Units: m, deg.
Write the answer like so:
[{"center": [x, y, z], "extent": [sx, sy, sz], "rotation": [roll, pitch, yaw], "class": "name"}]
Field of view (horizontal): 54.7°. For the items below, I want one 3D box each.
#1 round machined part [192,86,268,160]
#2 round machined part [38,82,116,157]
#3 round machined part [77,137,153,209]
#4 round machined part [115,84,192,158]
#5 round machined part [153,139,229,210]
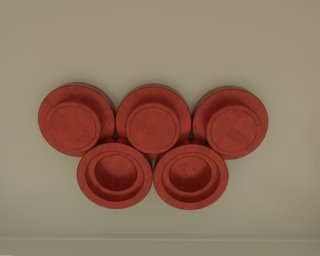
[{"center": [0.091, -0.002, 0.399], "extent": [0.099, 0.042, 0.097], "rotation": [0, 109, 0], "class": "round machined part"}, {"center": [-0.107, -0.007, 0.396], "extent": [0.099, 0.042, 0.097], "rotation": [0, 109, -1], "class": "round machined part"}, {"center": [-0.059, 0.057, 0.421], "extent": [0.099, 0.042, 0.097], "rotation": [0, 110, 0], "class": "round machined part"}, {"center": [-0.009, -0.005, 0.398], "extent": [0.099, 0.042, 0.097], "rotation": [0, 109, 0], "class": "round machined part"}, {"center": [0.040, 0.059, 0.422], "extent": [0.099, 0.042, 0.097], "rotation": [0, 110, 0], "class": "round machined part"}]
